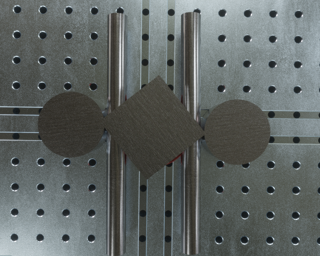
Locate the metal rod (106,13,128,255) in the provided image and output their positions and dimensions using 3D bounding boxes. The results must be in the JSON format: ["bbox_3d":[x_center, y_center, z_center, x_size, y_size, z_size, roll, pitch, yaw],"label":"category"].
[{"bbox_3d":[-0.055,0.008,0.392,0.025,0.025,0.298,0,90,0],"label":"metal rod"}]

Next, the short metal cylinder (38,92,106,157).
[{"bbox_3d":[-0.108,-0.004,0.400,0.081,0.050,0.080,0,90,0],"label":"short metal cylinder"}]

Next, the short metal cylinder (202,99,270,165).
[{"bbox_3d":[0.094,0.005,0.401,0.081,0.050,0.080,0,90,0],"label":"short metal cylinder"}]

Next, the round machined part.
[{"bbox_3d":[-0.008,0.003,0.405,0.099,0.042,0.097,0,90,0],"label":"round machined part"}]

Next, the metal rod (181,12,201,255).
[{"bbox_3d":[0.039,0.007,0.392,0.025,0.025,0.298,0,90,0],"label":"metal rod"}]

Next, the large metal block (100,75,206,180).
[{"bbox_3d":[-0.008,-0.001,0.353,0.080,0.050,0.080,-38,90,0],"label":"large metal block"}]
